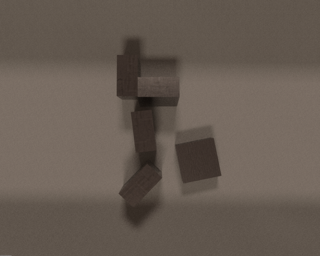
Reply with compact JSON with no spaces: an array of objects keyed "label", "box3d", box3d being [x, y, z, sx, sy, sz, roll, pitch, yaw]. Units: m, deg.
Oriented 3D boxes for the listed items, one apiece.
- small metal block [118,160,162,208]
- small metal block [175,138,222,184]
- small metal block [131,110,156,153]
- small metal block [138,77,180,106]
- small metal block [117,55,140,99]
[{"label":"small metal block","box3d":[-0.024,0.070,0.399,0.025,0.050,0.050,44,90,-1]},{"label":"small metal block","box3d":[0.050,0.042,0.412,0.050,0.025,0.050,-11,90,-1]},{"label":"small metal block","box3d":[-0.020,0.004,0.399,0.025,0.050,0.050,-7,90,0]},{"label":"small metal block","box3d":[-0.002,-0.046,0.397,0.050,0.050,0.025,0,81,-1]},{"label":"small metal block","box3d":[-0.039,-0.063,0.398,0.025,0.050,0.050,0,90,0]}]
